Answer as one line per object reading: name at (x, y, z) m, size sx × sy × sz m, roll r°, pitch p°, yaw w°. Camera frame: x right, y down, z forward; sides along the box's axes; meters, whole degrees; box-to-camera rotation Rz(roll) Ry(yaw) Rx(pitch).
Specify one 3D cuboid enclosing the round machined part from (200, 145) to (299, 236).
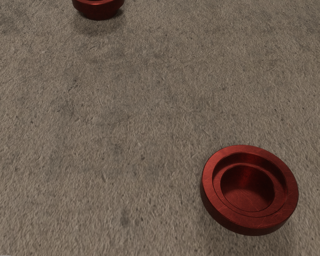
round machined part at (0.092, 0.069, 0.335) m, size 0.099 × 0.042 × 0.098 m, roll 0°, pitch 50°, yaw 0°

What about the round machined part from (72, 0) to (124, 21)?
round machined part at (-0.118, -0.243, 0.595) m, size 0.099 × 0.042 × 0.098 m, roll 0°, pitch 50°, yaw 0°
